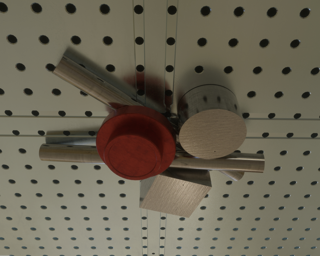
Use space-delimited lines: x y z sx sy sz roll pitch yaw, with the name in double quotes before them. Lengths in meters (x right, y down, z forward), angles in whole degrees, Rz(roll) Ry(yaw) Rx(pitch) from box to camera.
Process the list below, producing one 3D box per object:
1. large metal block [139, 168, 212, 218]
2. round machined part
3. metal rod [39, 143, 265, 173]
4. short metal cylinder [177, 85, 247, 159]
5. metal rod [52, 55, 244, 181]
"large metal block" 0.021 0.084 0.465 0.081 0.050 0.079 16 128 -13
"round machined part" -0.030 0.025 0.377 0.099 0.042 0.097 3 122 4
"metal rod" -0.016 0.040 0.421 0.302 0.025 0.025 2 131 7
"short metal cylinder" 0.063 -0.007 0.389 0.081 0.050 0.079 0 130 0
"metal rod" 0.002 -0.001 0.411 0.301 0.025 0.025 31 123 -24
